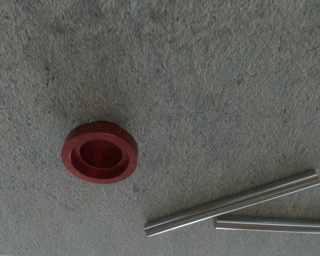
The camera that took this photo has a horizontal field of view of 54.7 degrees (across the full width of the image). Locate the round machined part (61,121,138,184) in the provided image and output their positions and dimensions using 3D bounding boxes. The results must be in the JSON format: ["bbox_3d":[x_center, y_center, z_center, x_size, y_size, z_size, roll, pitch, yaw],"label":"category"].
[{"bbox_3d":[-0.079,0.029,0.419,0.099,0.042,0.097,-1,130,0],"label":"round machined part"}]

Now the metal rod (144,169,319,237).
[{"bbox_3d":[0.109,0.130,0.519,0.300,0.025,0.025,-23,127,18],"label":"metal rod"}]

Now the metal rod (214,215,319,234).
[{"bbox_3d":[0.248,0.177,0.561,0.302,0.025,0.025,4,130,-4],"label":"metal rod"}]
